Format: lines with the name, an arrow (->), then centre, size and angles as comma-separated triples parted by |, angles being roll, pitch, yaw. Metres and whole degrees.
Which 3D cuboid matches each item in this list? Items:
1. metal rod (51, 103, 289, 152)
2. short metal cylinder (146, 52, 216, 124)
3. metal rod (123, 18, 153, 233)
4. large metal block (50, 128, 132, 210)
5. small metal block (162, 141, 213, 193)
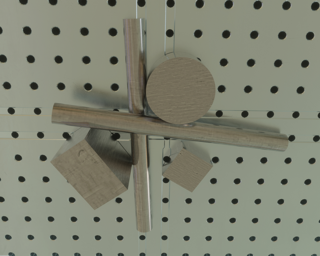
metal rod -> 0.022, 0.001, 0.394 | 0.302, 0.025, 0.025 | 7, 110, -11
short metal cylinder -> 0.024, -0.050, 0.382 | 0.081, 0.050, 0.079 | 0, 110, -1
metal rod -> -0.027, 0.010, 0.417 | 0.025, 0.025, 0.298 | -2, 110, 0
large metal block -> -0.082, 0.042, 0.397 | 0.050, 0.080, 0.080 | -33, 107, 11
small metal block -> 0.038, 0.054, 0.435 | 0.050, 0.025, 0.050 | 32, 107, -12
